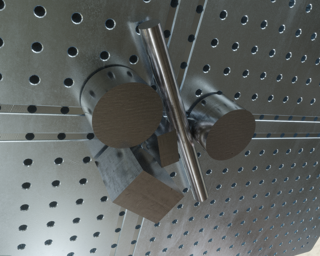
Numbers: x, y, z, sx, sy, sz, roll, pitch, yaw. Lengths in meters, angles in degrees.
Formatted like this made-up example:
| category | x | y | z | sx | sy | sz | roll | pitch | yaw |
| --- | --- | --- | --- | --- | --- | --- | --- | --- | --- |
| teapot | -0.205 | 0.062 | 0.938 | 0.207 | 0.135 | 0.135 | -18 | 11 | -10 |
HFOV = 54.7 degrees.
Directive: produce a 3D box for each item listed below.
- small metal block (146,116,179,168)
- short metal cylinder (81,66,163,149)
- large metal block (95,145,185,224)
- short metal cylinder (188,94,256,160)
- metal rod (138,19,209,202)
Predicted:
| category | x | y | z | sx | sy | sz | roll | pitch | yaw |
| --- | --- | --- | --- | --- | --- | --- | --- | --- | --- |
| small metal block | 0.000 | 0.014 | 0.399 | 0.025 | 0.050 | 0.050 | -20 | 126 | -17 |
| short metal cylinder | -0.044 | -0.024 | 0.352 | 0.081 | 0.050 | 0.079 | -14 | 124 | -21 |
| large metal block | -0.027 | 0.064 | 0.395 | 0.050 | 0.080 | 0.080 | -47 | 129 | 5 |
| short metal cylinder | 0.086 | -0.001 | 0.436 | 0.081 | 0.050 | 0.079 | -14 | 124 | -21 |
| metal rod | 0.028 | 0.000 | 0.422 | 0.025 | 0.025 | 0.299 | -28 | 128 | -11 |
